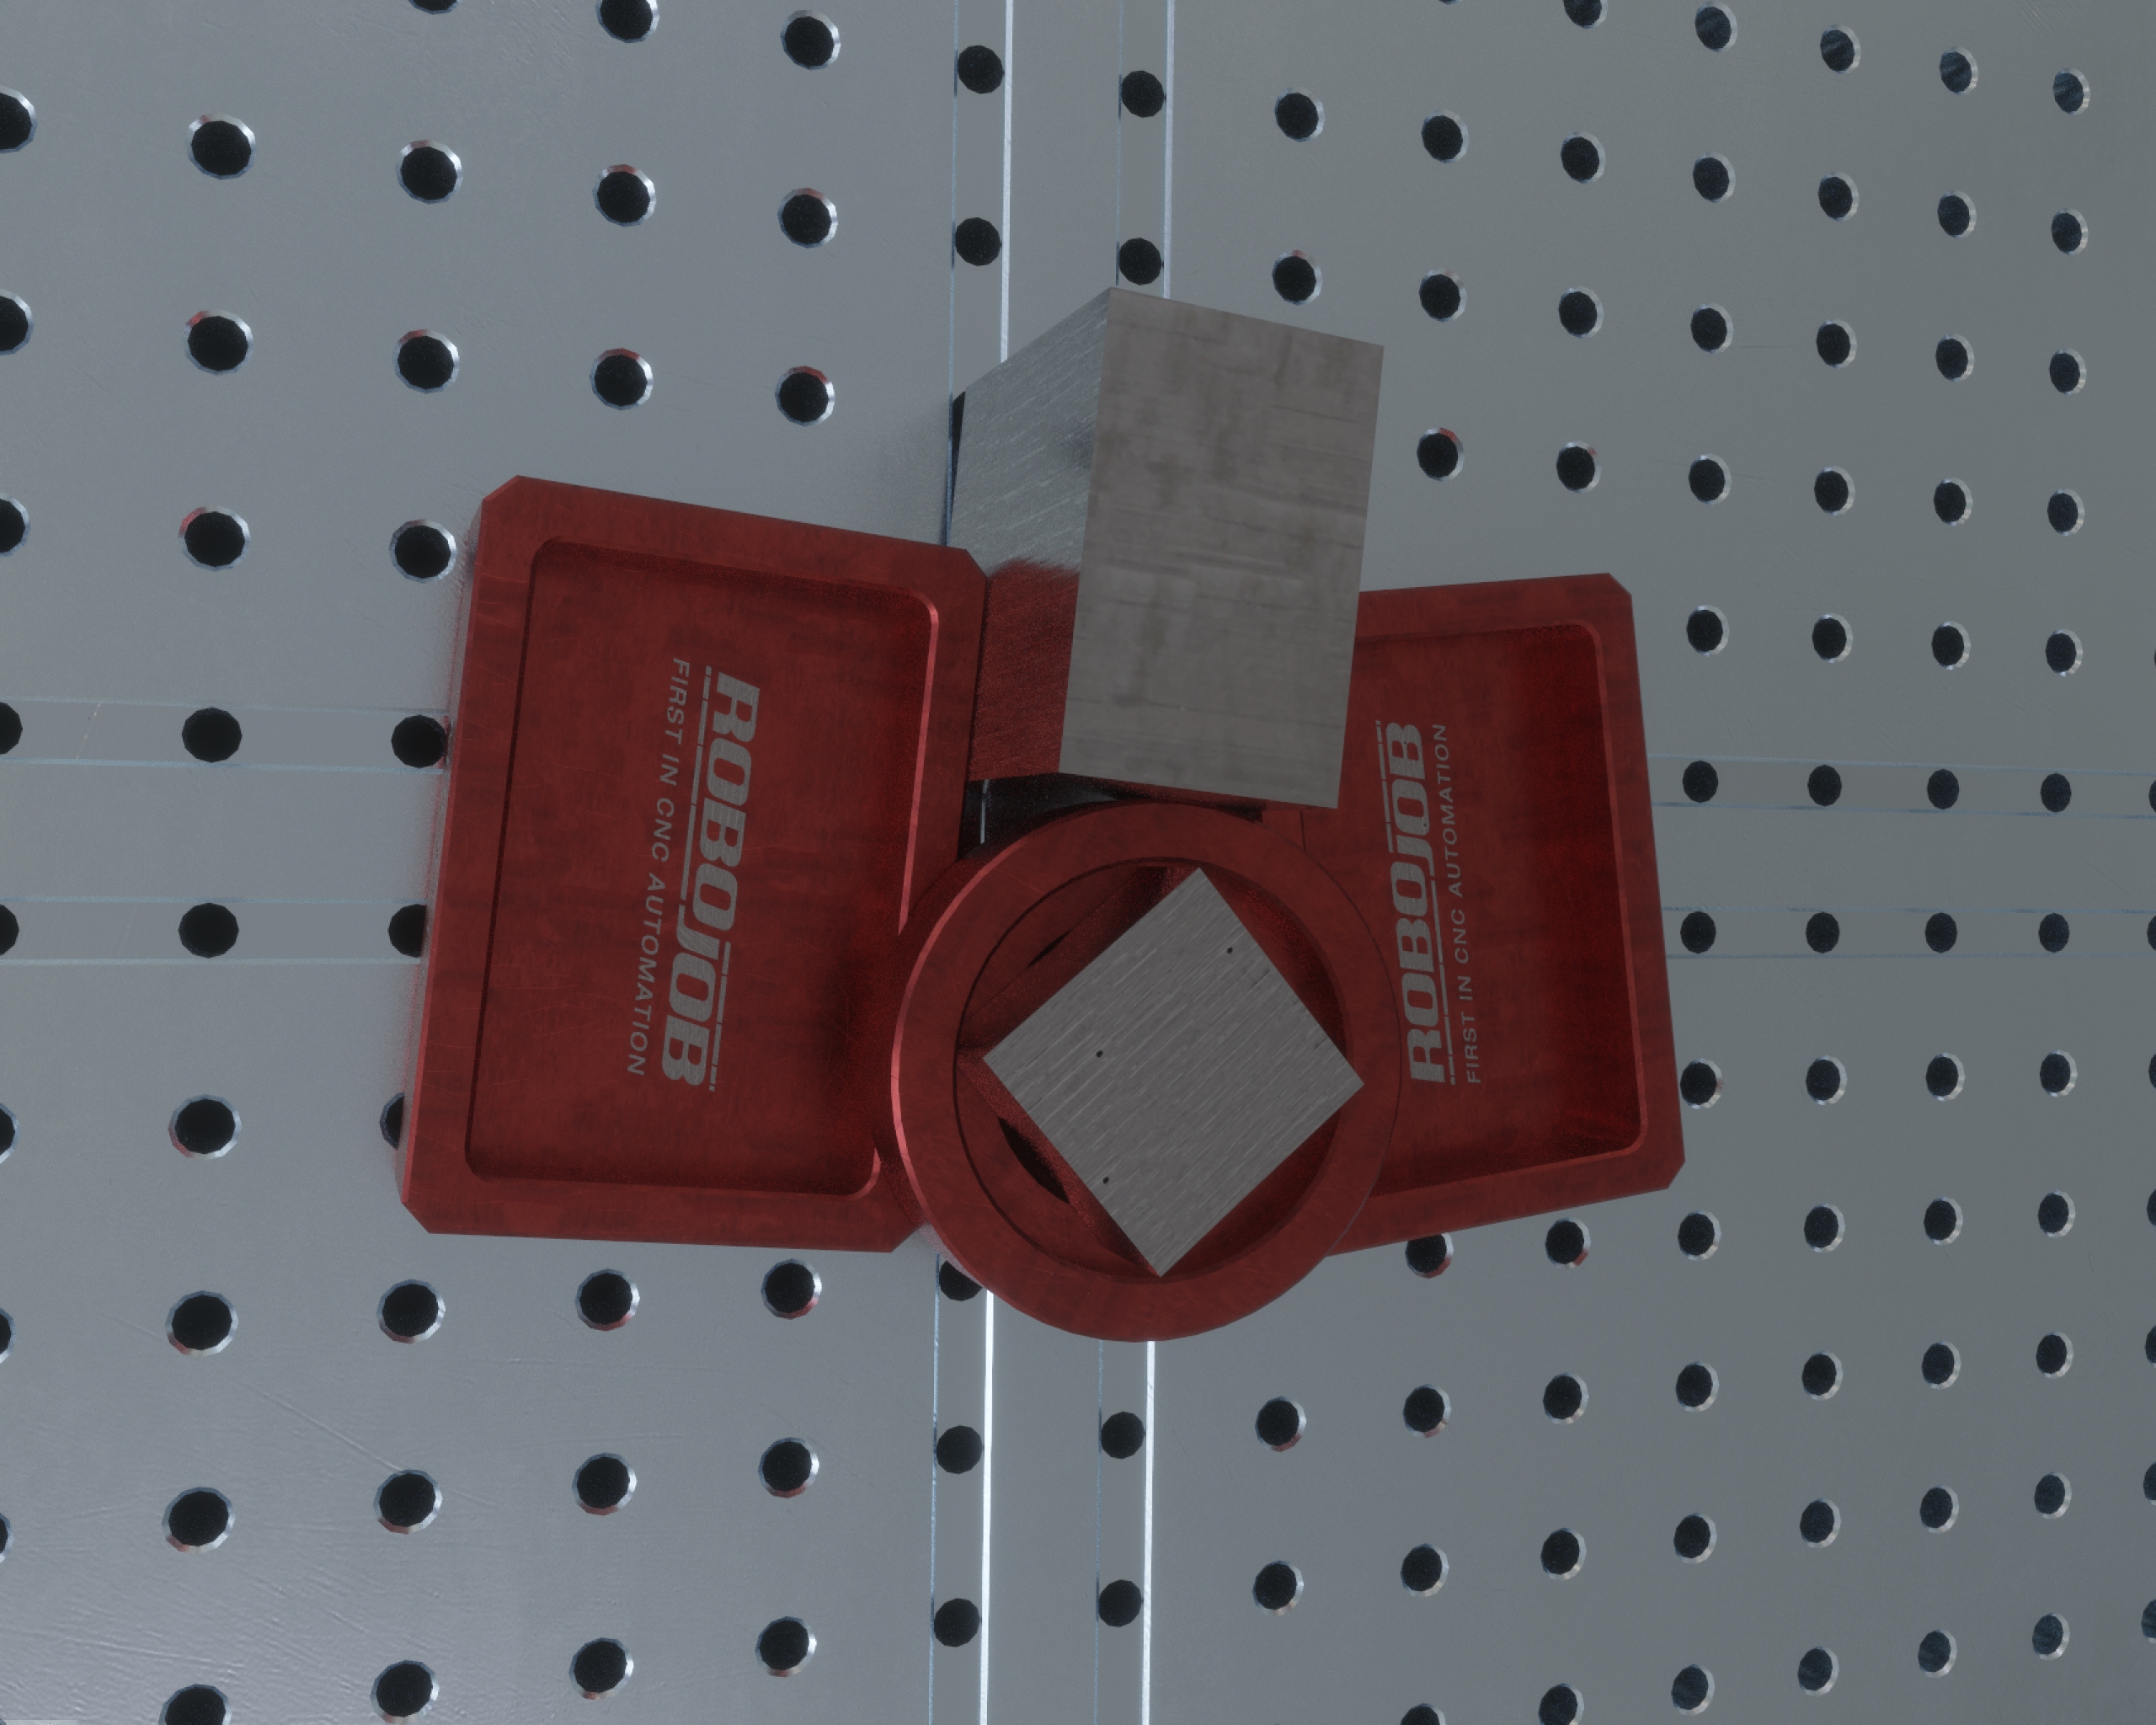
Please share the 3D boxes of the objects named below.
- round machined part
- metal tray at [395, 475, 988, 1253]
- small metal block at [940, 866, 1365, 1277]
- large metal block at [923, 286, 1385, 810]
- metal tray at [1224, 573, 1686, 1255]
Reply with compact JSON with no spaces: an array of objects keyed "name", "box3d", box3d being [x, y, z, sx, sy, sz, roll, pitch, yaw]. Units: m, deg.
[{"name":"round machined part","box3d":[0.008,0.037,0.392,0.099,0.042,0.097,0,90,-20]},{"name":"metal tray","box3d":[-0.070,0.002,0.380,0.091,0.030,0.129,7,88,-20]},{"name":"small metal block","box3d":[0.013,0.036,0.369,0.050,0.025,0.050,-41,103,-15]},{"name":"large metal block","box3d":[0.011,-0.052,0.383,0.050,0.080,0.080,7,88,-20]},{"name":"metal tray","box3d":[0.074,0.009,0.433,0.091,0.030,0.129,-7,93,-20]}]
